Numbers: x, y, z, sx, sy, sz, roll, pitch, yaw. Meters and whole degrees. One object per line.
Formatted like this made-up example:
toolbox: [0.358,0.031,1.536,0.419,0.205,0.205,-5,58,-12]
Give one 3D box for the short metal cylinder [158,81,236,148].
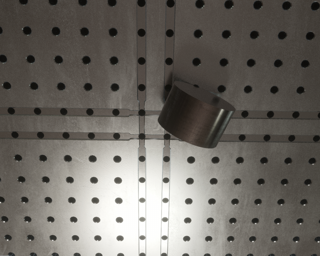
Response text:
short metal cylinder: [0.044,-0.017,0.378,0.080,0.080,0.050,21,109,-8]
